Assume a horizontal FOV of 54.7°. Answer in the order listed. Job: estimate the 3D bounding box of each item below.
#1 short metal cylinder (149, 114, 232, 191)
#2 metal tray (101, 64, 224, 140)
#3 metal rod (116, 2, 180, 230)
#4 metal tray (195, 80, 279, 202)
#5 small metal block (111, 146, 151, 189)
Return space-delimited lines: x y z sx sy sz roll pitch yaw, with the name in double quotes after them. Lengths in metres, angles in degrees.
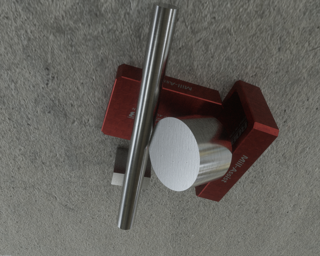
0.032 0.025 0.347 0.050 0.080 0.079 -7 140 -39 "short metal cylinder"
0.001 -0.019 0.388 0.131 0.030 0.089 14 129 -12 "metal tray"
-0.022 0.010 0.366 0.025 0.025 0.298 8 121 -7 "metal rod"
0.084 0.018 0.382 0.030 0.090 0.129 18 128 -15 "metal tray"
-0.040 0.056 0.439 0.050 0.050 0.025 10 129 -9 "small metal block"
